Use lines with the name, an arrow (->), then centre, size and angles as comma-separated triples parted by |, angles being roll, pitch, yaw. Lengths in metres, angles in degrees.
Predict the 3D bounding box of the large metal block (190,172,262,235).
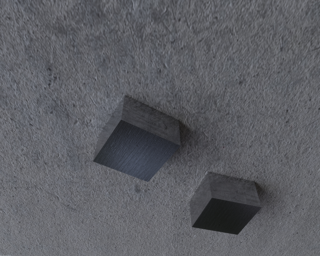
large metal block -> 0.101, 0.122, 0.495 | 0.081, 0.050, 0.079 | 13, 129, -11

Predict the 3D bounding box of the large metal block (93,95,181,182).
large metal block -> -0.030, 0.016, 0.404 | 0.080, 0.050, 0.080 | 25, 126, -20
